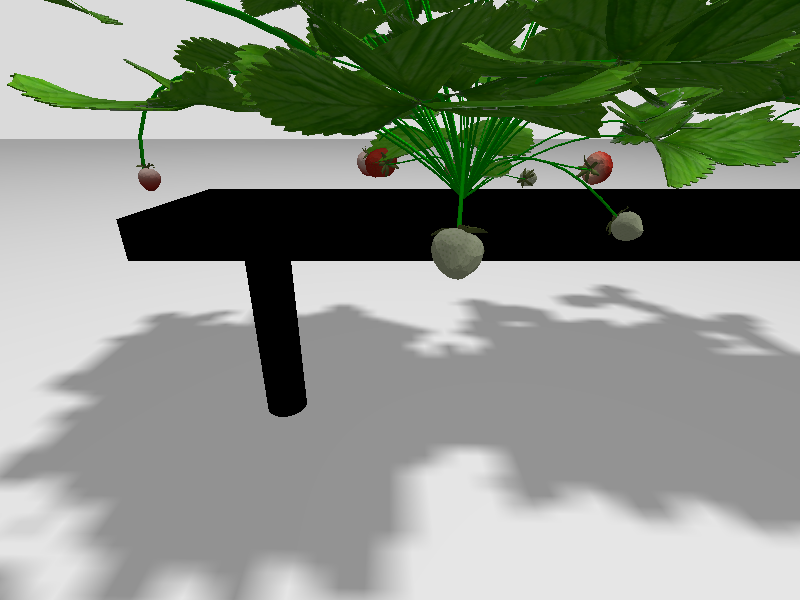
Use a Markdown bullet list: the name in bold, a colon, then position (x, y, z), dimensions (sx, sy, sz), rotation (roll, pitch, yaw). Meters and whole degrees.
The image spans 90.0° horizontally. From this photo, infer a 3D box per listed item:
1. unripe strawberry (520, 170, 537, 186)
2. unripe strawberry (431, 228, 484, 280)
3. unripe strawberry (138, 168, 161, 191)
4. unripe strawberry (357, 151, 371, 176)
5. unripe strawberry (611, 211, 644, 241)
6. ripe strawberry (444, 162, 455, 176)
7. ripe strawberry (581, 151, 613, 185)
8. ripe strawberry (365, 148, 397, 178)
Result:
- **unripe strawberry**: position (0.131, -0.124, 0.408), dimensions (0.016, 0.016, 0.017), rotation (-20, 31, -40)
- **unripe strawberry**: position (0.023, -0.018, 0.159), dimensions (0.021, 0.021, 0.018), rotation (4, -34, 8)
- **unripe strawberry**: position (-0.193, -0.093, 0.309), dimensions (0.015, 0.018, 0.018), rotation (-3, 23, -6)
- **unripe strawberry**: position (-0.042, -0.173, 0.513), dimensions (0.028, 0.030, 0.030), rotation (-11, -30, -25)
- **unripe strawberry**: position (0.122, -0.039, 0.214), dimensions (0.015, 0.015, 0.016), rotation (-11, 44, -24)
- **ripe strawberry**: position (0.063, -0.153, 0.467), dimensions (0.024, 0.021, 0.024), rotation (1, 18, 3)
- **ripe strawberry**: position (0.207, -0.137, 0.417), dimensions (0.032, 0.033, 0.029), rotation (-12, 26, -27)
- **ripe strawberry**: position (-0.024, -0.162, 0.473), dimensions (0.038, 0.033, 0.038), rotation (-12, 25, -25)
